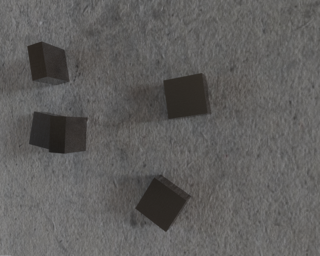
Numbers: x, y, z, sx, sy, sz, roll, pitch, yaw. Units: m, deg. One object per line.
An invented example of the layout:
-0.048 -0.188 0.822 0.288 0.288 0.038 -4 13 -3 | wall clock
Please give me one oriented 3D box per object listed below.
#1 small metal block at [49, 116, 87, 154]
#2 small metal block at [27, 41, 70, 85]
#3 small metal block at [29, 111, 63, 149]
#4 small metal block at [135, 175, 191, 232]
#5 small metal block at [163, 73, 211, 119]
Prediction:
-0.130 0.009 0.440 0.025 0.050 0.050 3 91 20 | small metal block
-0.161 -0.092 0.451 0.025 0.050 0.050 -11 86 19 | small metal block
-0.164 0.004 0.465 0.050 0.025 0.050 12 94 19 | small metal block
0.004 0.098 0.407 0.050 0.025 0.050 34 101 16 | small metal block
0.035 -0.039 0.396 0.050 0.025 0.050 -8 87 19 | small metal block
